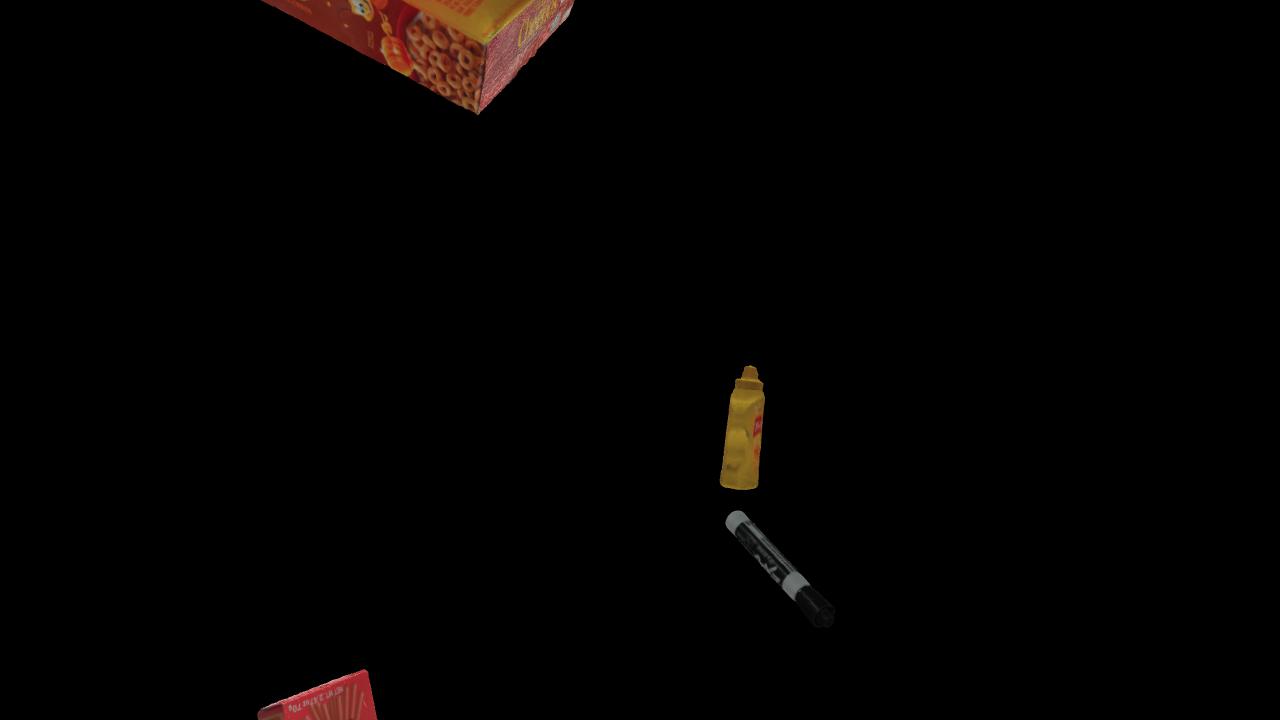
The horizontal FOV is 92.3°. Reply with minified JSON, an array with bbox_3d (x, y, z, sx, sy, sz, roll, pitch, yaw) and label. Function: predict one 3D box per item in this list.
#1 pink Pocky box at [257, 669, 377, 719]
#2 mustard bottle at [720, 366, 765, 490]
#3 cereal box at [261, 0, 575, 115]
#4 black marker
[{"bbox_3d":[-0.225,0.322,0.454,0.029,0.155,0.084,-24,-17,15],"label":"pink Pocky box"},{"bbox_3d":[0.159,0.100,0.933,0.054,0.184,0.092,5,-3,32],"label":"mustard bottle"},{"bbox_3d":[-0.226,-0.360,0.529,0.306,0.203,0.081,28,-36,-5],"label":"cereal box"},{"bbox_3d":[0.103,0.155,0.464,0.020,0.020,0.121,0,21,-25],"label":"black marker"}]
